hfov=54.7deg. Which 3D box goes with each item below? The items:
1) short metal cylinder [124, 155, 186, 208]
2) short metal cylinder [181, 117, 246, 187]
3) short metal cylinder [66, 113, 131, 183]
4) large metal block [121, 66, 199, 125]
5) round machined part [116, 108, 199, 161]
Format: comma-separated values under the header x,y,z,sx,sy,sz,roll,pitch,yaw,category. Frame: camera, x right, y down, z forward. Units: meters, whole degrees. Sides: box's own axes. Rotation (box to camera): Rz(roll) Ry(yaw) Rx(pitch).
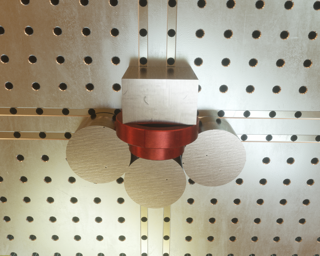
x,y,z,sx,sy,sz,roll,pitch,yaw,category
-0.006,0.062,0.423,0.081,0.050,0.079,0,110,0,short metal cylinder
0.068,0.030,0.412,0.081,0.050,0.079,0,110,0,short metal cylinder
-0.077,0.026,0.409,0.081,0.050,0.079,0,110,0,short metal cylinder
0.000,-0.041,0.368,0.081,0.080,0.050,1,110,-1,large metal block
-0.003,0.006,0.375,0.099,0.098,0.042,2,110,-1,round machined part
